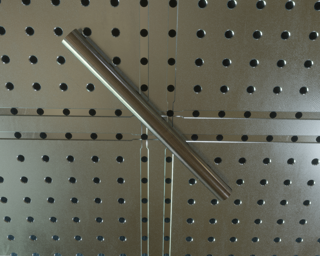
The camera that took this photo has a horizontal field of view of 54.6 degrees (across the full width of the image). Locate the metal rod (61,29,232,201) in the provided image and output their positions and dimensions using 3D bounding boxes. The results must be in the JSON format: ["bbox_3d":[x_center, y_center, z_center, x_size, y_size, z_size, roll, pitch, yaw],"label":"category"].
[{"bbox_3d":[-0.007,-0.008,0.411,0.025,0.025,0.300,-41,105,13],"label":"metal rod"}]
